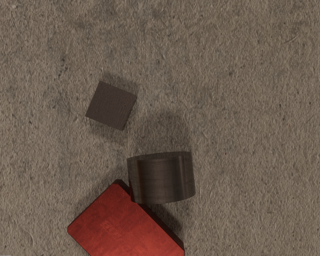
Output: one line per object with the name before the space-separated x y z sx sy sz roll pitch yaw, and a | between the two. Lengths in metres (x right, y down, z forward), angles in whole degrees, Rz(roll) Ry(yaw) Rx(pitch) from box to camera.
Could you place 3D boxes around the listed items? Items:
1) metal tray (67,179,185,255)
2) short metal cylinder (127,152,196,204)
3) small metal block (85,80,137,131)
metal tray | -0.043 0.144 0.407 0.090 0.030 0.130 -44 91 0
short metal cylinder | 0.001 0.059 0.383 0.081 0.080 0.050 -6 90 -1
small metal block | -0.064 -0.029 0.409 0.050 0.025 0.050 22 90 -1
